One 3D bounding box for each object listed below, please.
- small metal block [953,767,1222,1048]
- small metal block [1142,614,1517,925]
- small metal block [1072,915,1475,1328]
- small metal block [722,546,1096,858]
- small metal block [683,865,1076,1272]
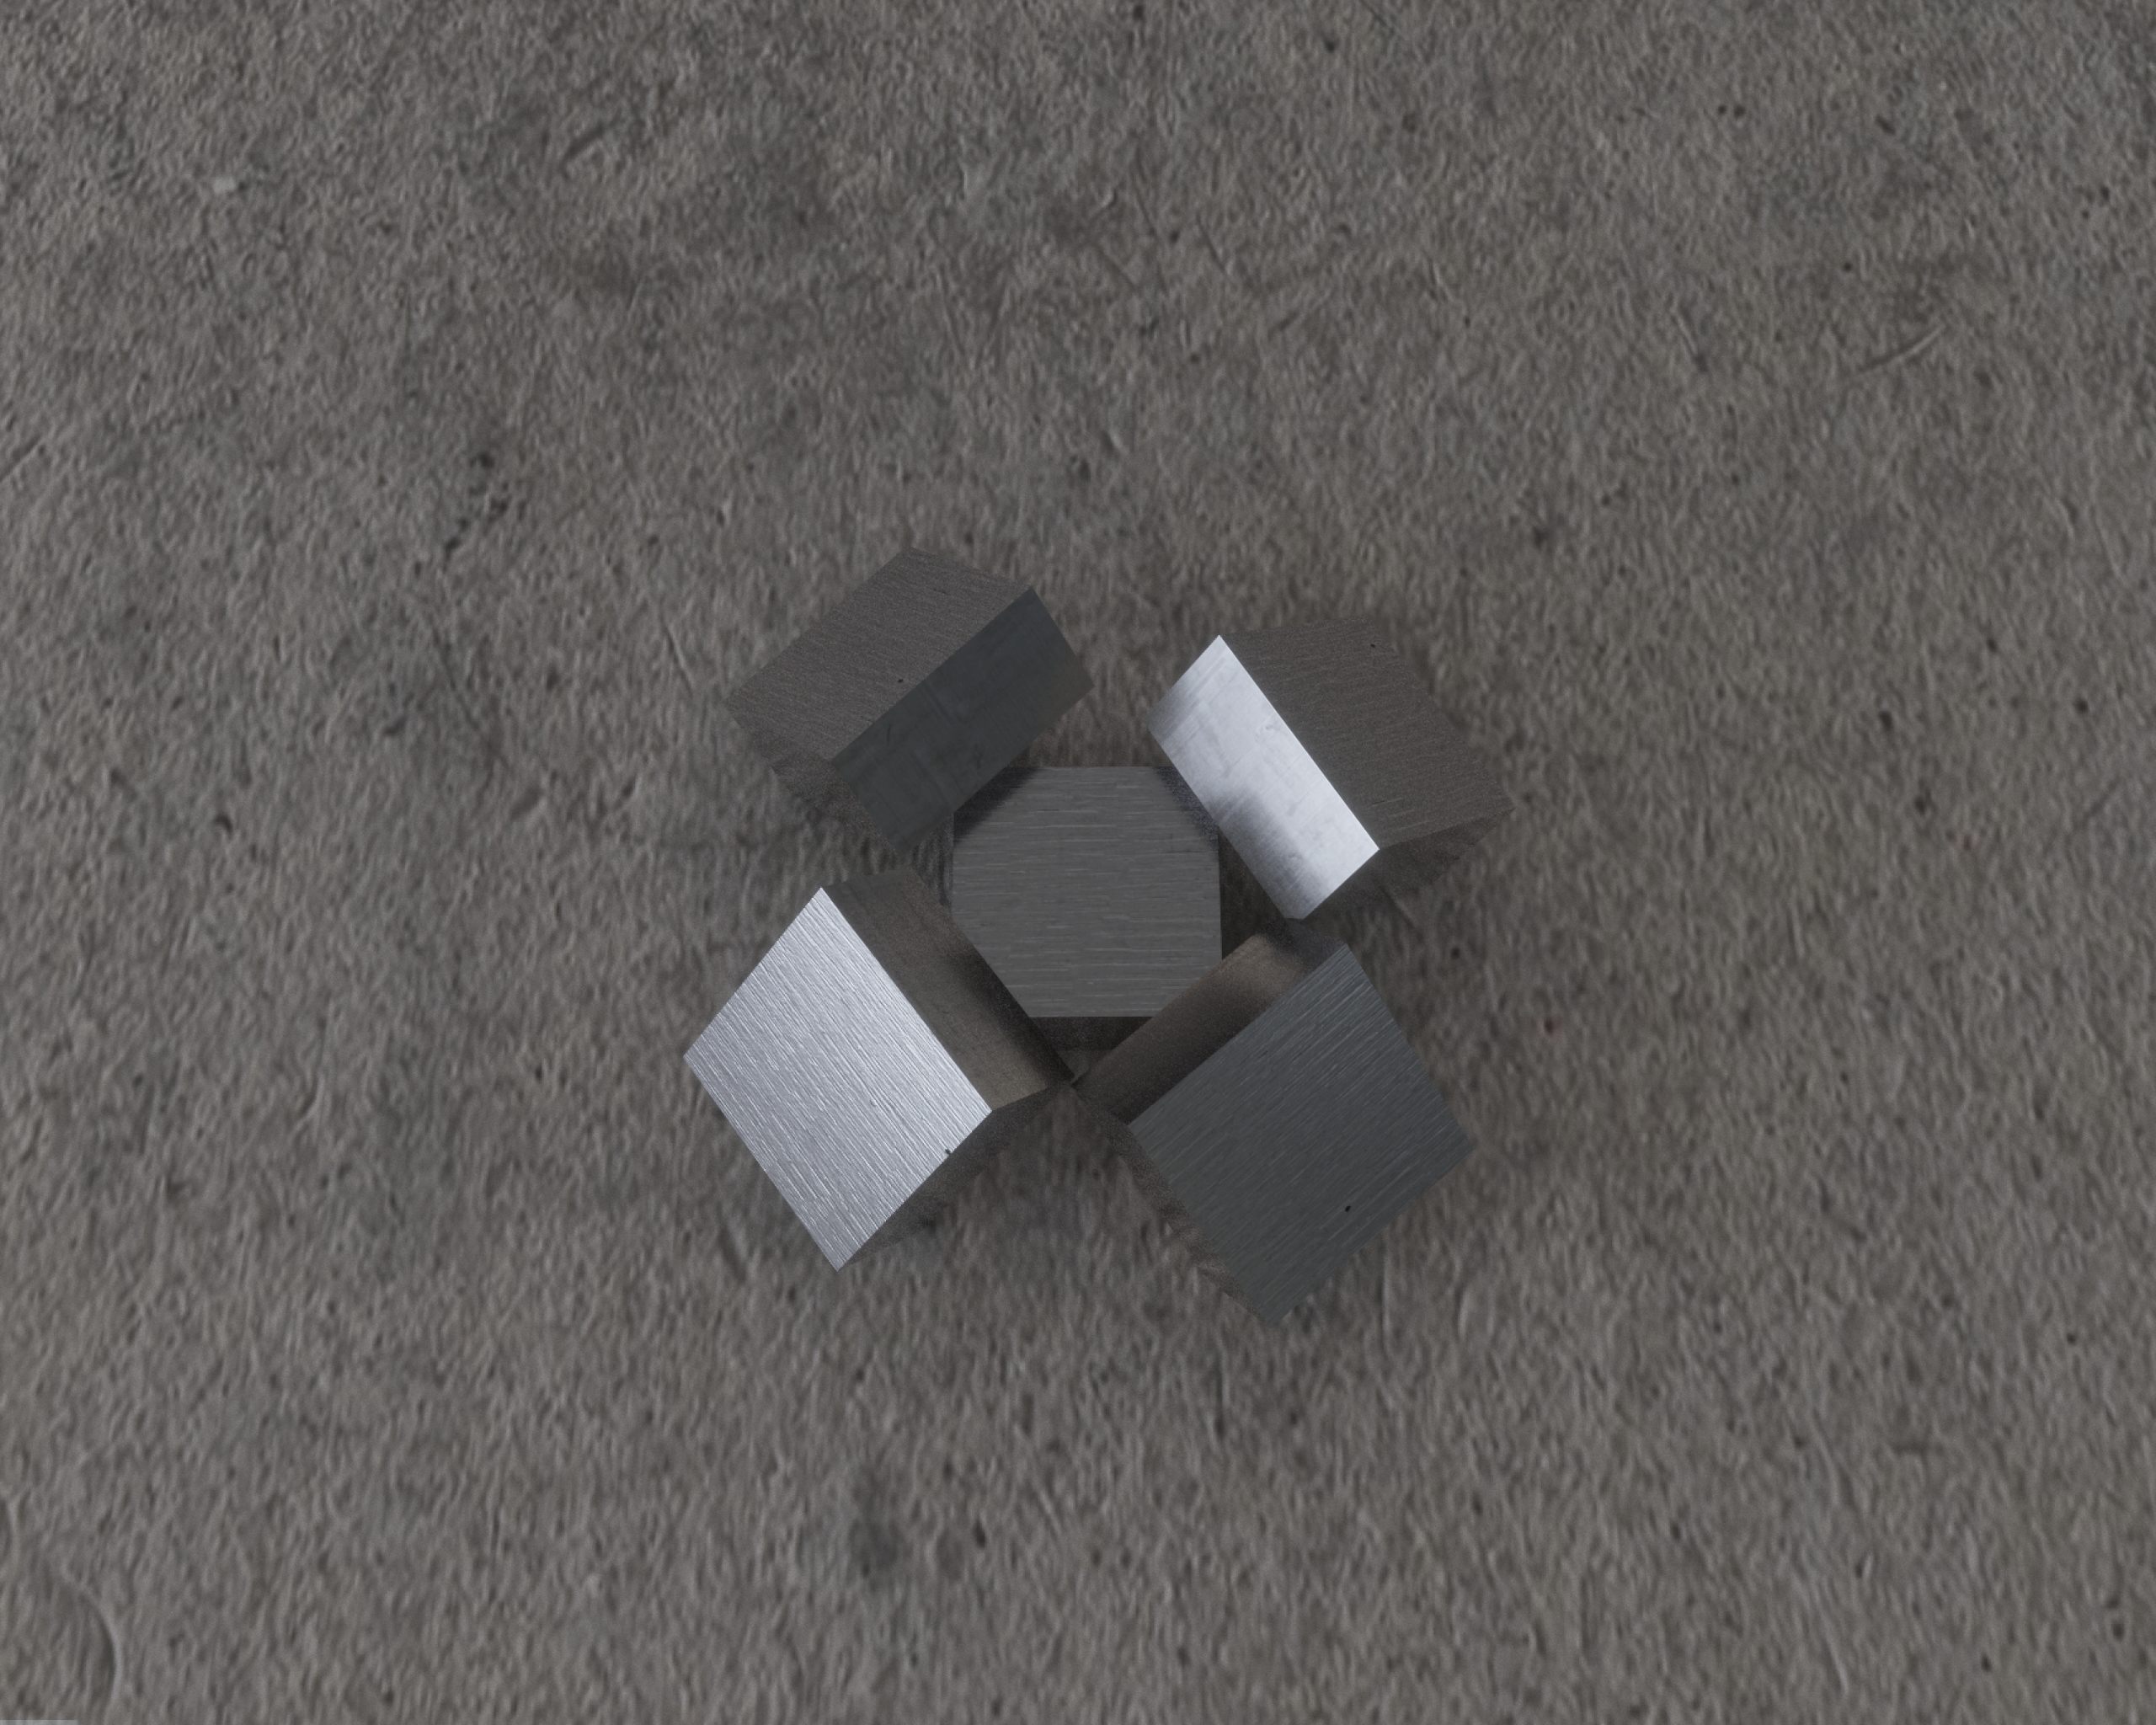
[{"bbox_3d":[0.002,0.009,0.405,0.050,0.025,0.050,0,70,0],"label":"small metal block"},{"bbox_3d":[0.049,-0.019,0.401,0.050,0.025,0.050,-15,64,-49],"label":"small metal block"},{"bbox_3d":[0.036,0.046,0.378,0.050,0.025,0.050,-39,112,-13],"label":"small metal block"},{"bbox_3d":[-0.034,-0.033,0.405,0.050,0.025,0.050,-43,34,-14],"label":"small metal block"},{"bbox_3d":[-0.037,0.037,0.379,0.050,0.025,0.050,51,122,16],"label":"small metal block"}]
